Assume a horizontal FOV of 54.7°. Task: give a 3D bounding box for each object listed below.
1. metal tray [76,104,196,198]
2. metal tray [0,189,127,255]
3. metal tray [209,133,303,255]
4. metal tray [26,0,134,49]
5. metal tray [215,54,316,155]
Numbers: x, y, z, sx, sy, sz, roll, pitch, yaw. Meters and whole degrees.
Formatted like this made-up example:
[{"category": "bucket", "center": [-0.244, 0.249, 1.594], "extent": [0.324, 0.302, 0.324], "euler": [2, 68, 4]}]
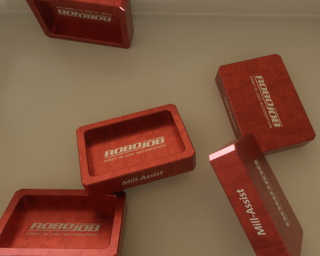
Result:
[{"category": "metal tray", "center": [-0.031, 0.024, 0.381], "extent": [0.131, 0.030, 0.090], "euler": [-15, 49, -6]}, {"category": "metal tray", "center": [-0.106, 0.110, 0.340], "extent": [0.131, 0.030, 0.090], "euler": [1, 34, 0]}, {"category": "metal tray", "center": [0.107, 0.074, 0.334], "extent": [0.030, 0.090, 0.130], "euler": [-29, 84, 28]}, {"category": "metal tray", "center": [-0.106, -0.157, 0.431], "extent": [0.131, 0.090, 0.030], "euler": [9, 71, 3]}, {"category": "metal tray", "center": [0.138, -0.031, 0.419], "extent": [0.091, 0.030, 0.130], "euler": [-13, 71, -5]}]
